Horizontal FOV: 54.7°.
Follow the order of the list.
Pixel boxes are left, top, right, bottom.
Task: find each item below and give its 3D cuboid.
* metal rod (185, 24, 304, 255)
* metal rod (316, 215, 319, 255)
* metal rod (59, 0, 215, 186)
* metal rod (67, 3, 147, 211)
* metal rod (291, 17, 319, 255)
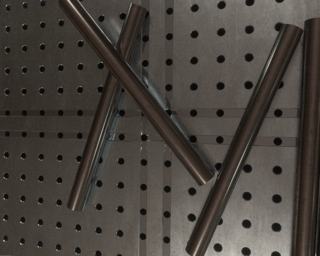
[{"bbox_3d":[0.099,0.022,0.377,0.025,0.025,0.298,24,98,18],"label":"metal rod"},{"bbox_3d":[0.199,0.005,0.342,0.025,0.025,0.298,5,92,19],"label":"metal rod"},{"bbox_3d":[-0.032,-0.052,0.402,0.025,0.025,0.300,-39,86,15],"label":"metal rod"},{"bbox_3d":[-0.077,-0.024,0.438,0.025,0.025,0.298,21,97,18],"label":"metal rod"},{"bbox_3d":[0.169,0.028,0.352,0.025,0.025,0.298,3,91,19],"label":"metal rod"}]
